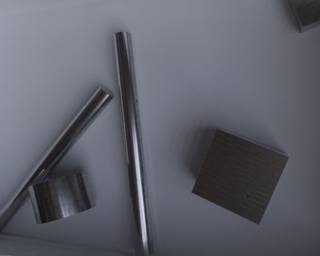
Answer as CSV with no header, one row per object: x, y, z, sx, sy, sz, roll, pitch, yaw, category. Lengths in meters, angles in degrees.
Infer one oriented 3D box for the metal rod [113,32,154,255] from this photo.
-0.036,0.020,0.422,0.025,0.025,0.298,-7,88,19,metal rod

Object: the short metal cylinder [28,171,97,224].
-0.133,0.094,0.427,0.080,0.080,0.050,-18,84,19,short metal cylinder

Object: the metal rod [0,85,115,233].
-0.172,0.056,0.469,0.025,0.025,0.299,46,104,14,metal rod

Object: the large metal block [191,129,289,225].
0.094,0.052,0.364,0.080,0.050,0.080,23,98,18,large metal block

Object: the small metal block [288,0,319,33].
0.177,-0.143,0.348,0.050,0.025,0.050,-20,84,18,small metal block
